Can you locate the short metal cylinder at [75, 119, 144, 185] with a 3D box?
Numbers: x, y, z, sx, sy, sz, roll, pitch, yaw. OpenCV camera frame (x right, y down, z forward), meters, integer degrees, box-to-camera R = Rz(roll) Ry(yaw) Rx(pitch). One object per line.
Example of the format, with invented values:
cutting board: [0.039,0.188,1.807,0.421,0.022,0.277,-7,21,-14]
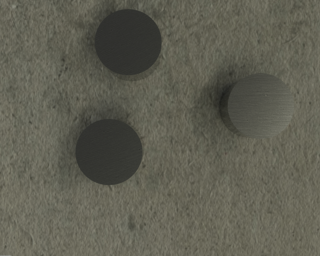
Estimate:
short metal cylinder: [-0.061,0.029,0.397,0.081,0.050,0.079,0,90,-1]

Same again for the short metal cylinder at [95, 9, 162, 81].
short metal cylinder: [-0.038,-0.103,0.397,0.081,0.050,0.079,0,90,-1]

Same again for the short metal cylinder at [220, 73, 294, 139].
short metal cylinder: [0.122,-0.027,0.399,0.081,0.050,0.079,0,90,-1]
